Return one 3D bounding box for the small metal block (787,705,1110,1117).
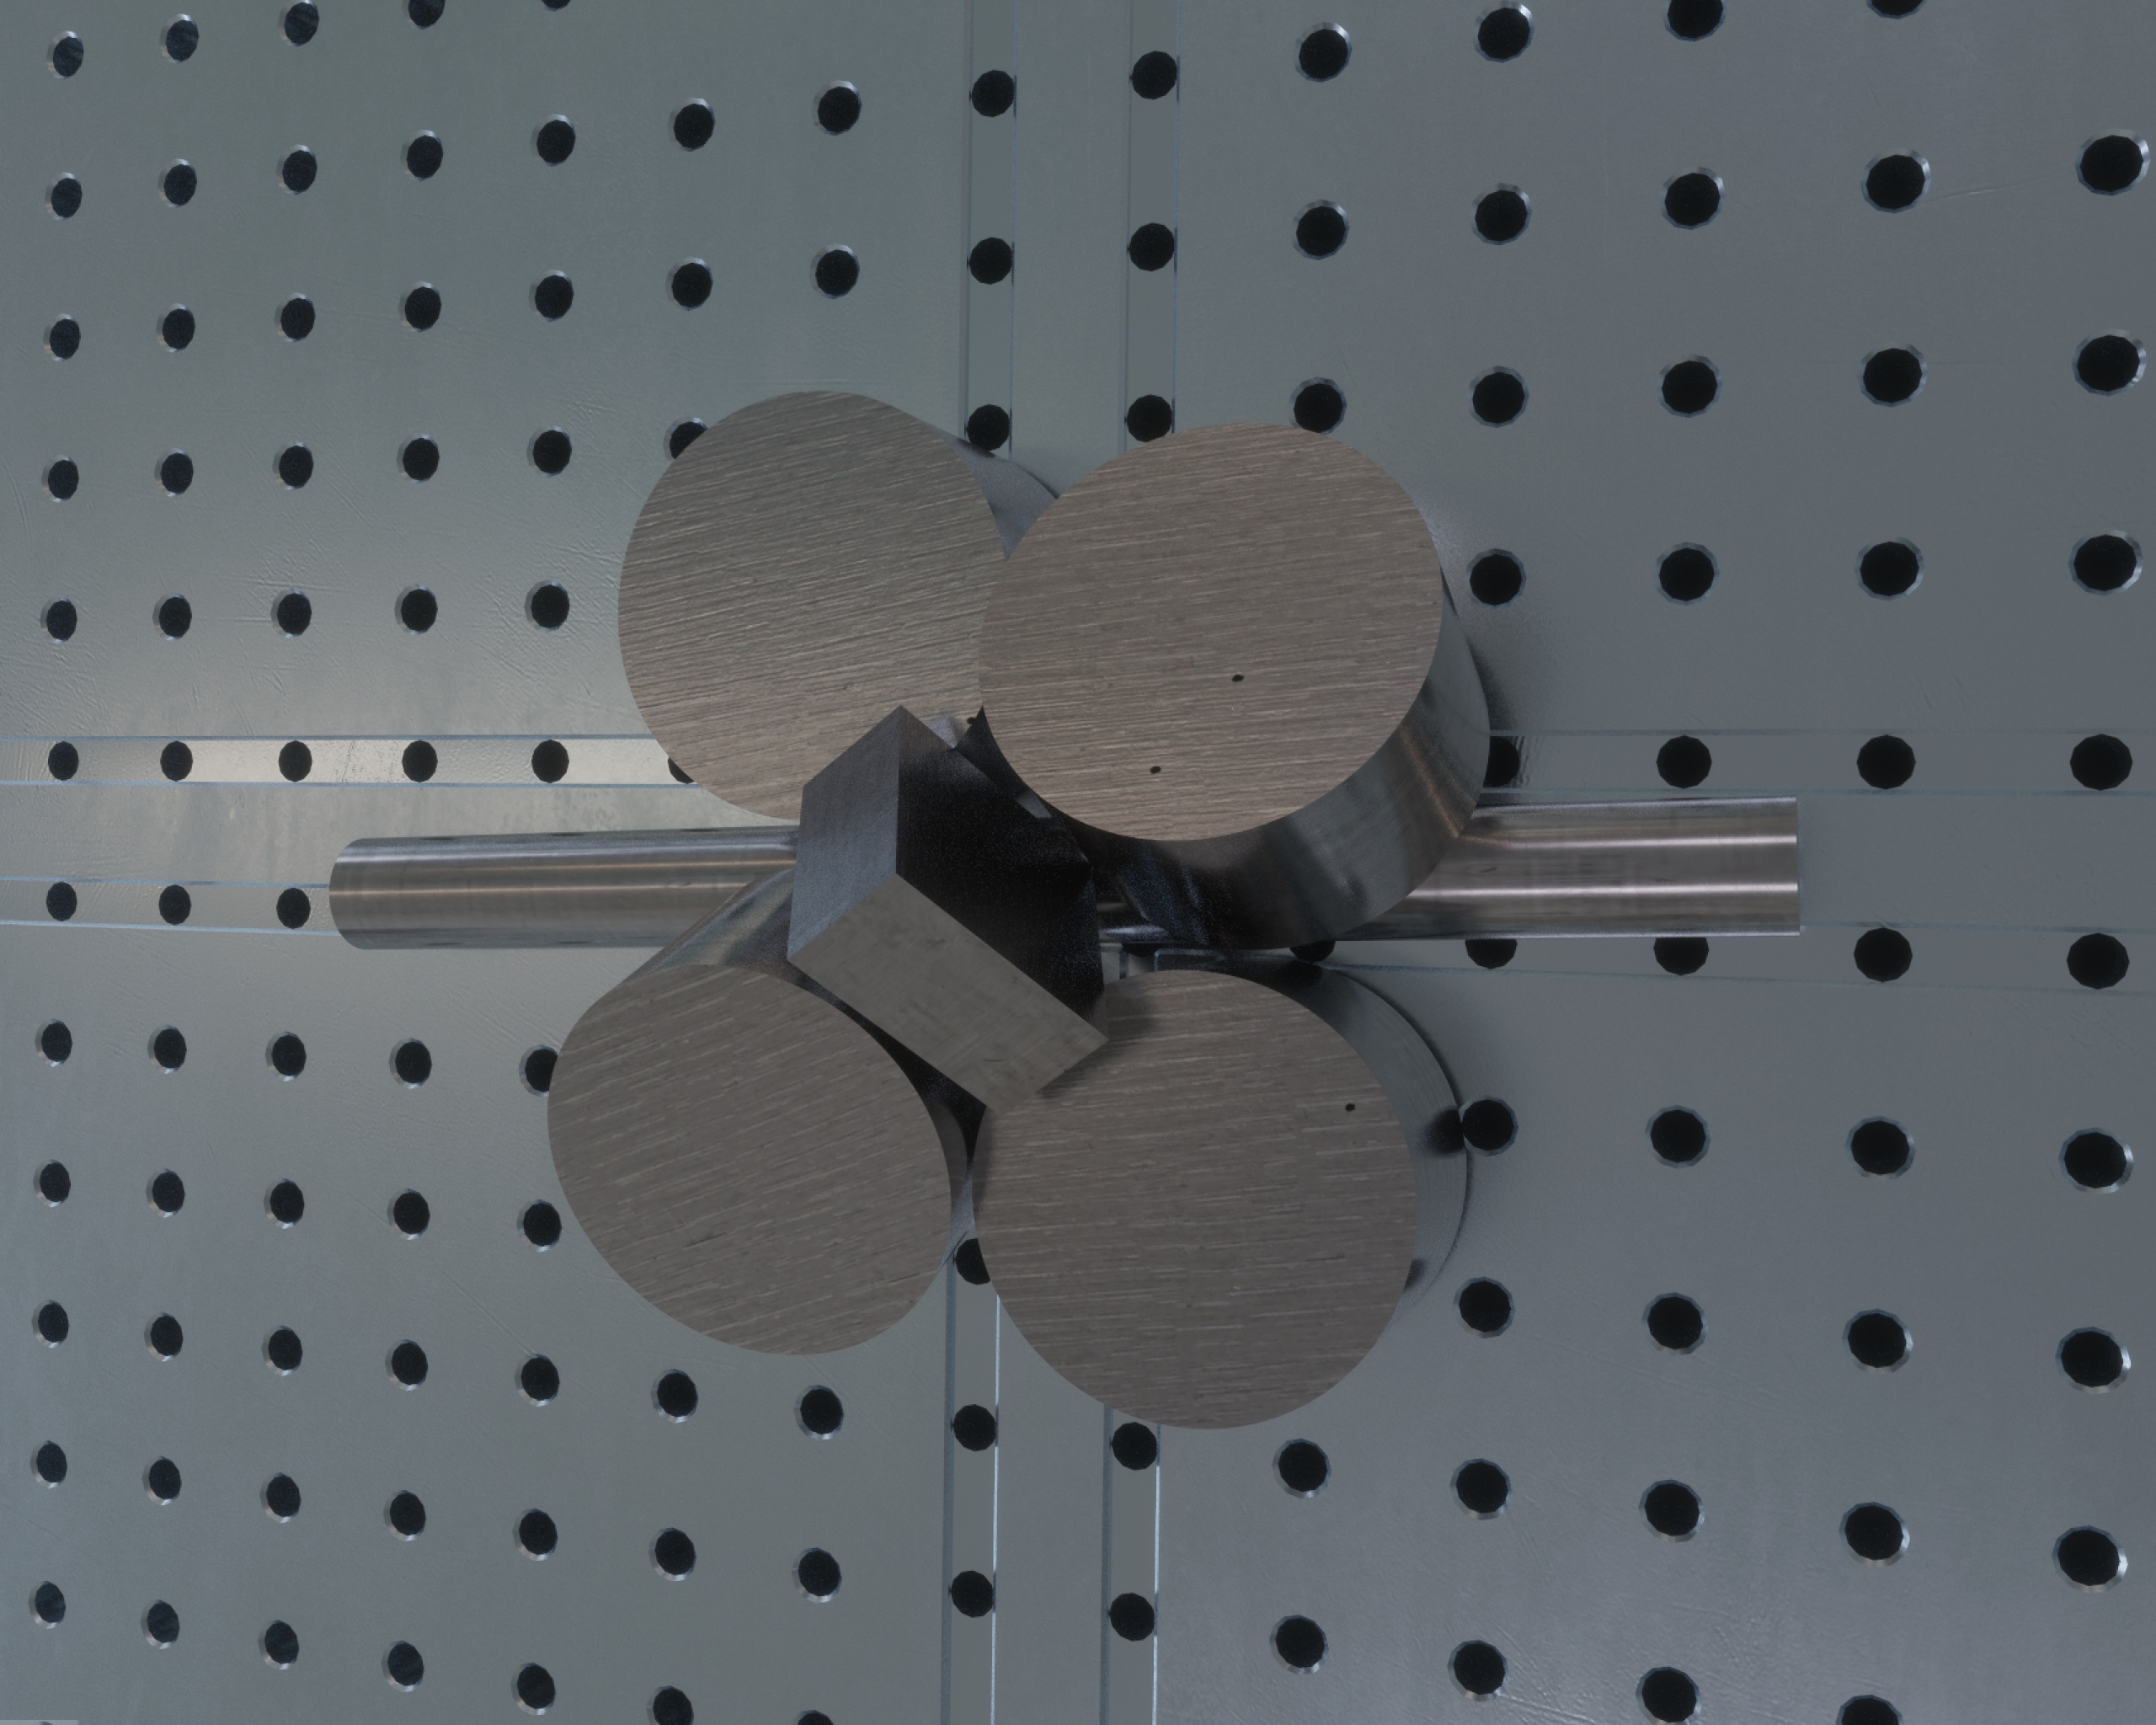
[{"bbox_3d":[-0.022,0.008,0.365,0.025,0.050,0.050,-38,120,22],"label":"small metal block"}]

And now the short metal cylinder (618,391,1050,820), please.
[{"bbox_3d":[-0.042,-0.048,0.410,0.080,0.050,0.079,0,90,20],"label":"short metal cylinder"}]

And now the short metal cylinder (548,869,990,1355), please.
[{"bbox_3d":[-0.053,0.046,0.401,0.080,0.050,0.079,6,112,16],"label":"short metal cylinder"}]

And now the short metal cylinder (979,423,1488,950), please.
[{"bbox_3d":[0.029,-0.030,0.371,0.080,0.050,0.080,-8,64,17],"label":"short metal cylinder"}]

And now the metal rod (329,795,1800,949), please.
[{"bbox_3d":[-0.016,0.004,0.414,0.301,0.025,0.025,-1,90,19],"label":"metal rod"}]

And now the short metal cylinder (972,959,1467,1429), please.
[{"bbox_3d":[0.027,0.058,0.385,0.080,0.050,0.079,0,90,20],"label":"short metal cylinder"}]
